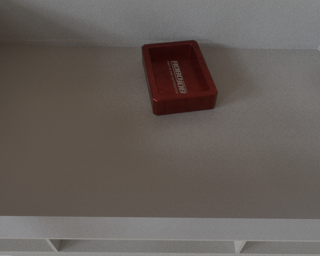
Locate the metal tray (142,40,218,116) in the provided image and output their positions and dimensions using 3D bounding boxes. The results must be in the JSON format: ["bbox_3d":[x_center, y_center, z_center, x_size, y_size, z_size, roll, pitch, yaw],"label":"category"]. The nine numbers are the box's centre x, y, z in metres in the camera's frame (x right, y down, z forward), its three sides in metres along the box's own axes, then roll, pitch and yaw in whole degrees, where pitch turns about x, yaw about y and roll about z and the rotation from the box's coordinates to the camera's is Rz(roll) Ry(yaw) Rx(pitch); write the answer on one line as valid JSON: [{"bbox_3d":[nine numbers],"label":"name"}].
[{"bbox_3d":[0.025,-0.080,0.469,0.091,0.030,0.130,-7,50,-7],"label":"metal tray"}]
